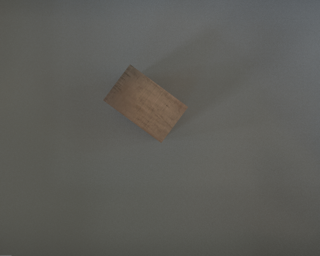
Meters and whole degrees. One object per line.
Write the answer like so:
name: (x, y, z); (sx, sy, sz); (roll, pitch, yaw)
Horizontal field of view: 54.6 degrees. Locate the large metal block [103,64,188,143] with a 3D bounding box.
large metal block: (-0.016, -0.027, 0.384); (0.080, 0.080, 0.050); (36, 90, 0)
